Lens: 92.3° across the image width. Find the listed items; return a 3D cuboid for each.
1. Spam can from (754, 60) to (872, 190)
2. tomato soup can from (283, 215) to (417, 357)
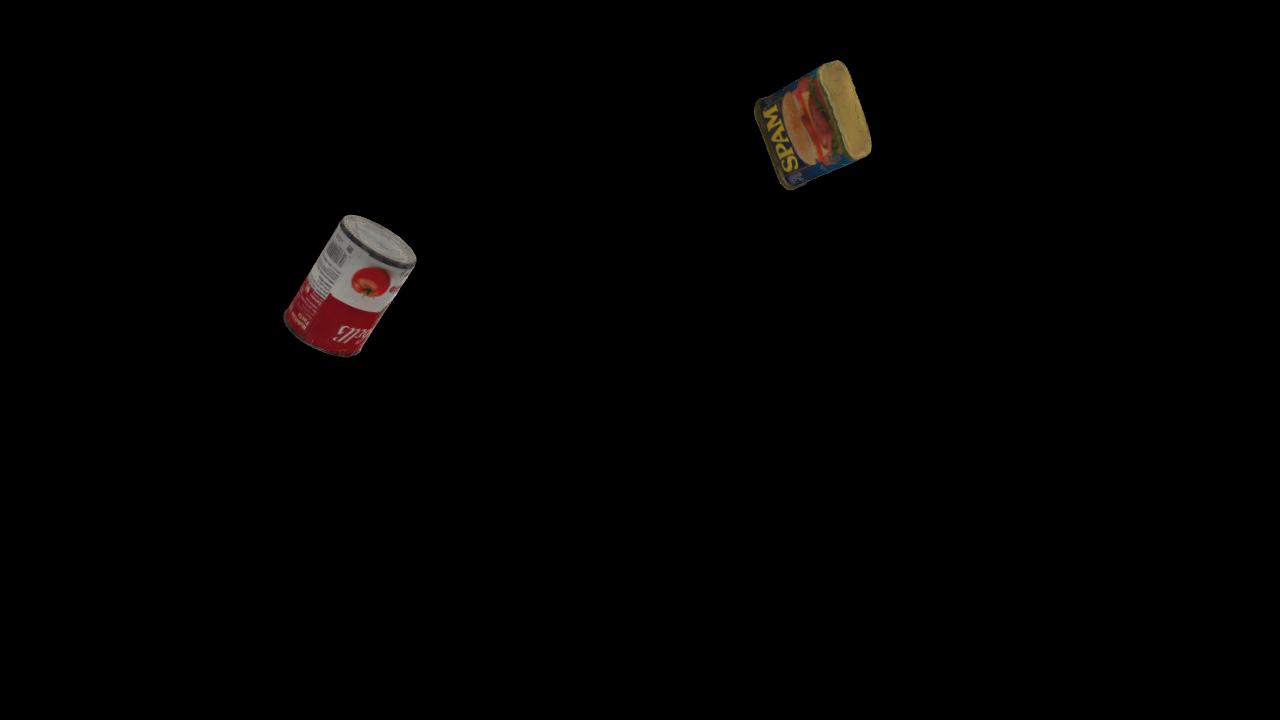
[{"bbox_3d":[0.178,-0.238,0.629,0.058,0.101,0.085,-32,13,-35],"label":"Spam can"},{"bbox_3d":[-0.243,-0.063,0.519,0.068,0.101,0.068,36,14,-11],"label":"tomato soup can"}]
